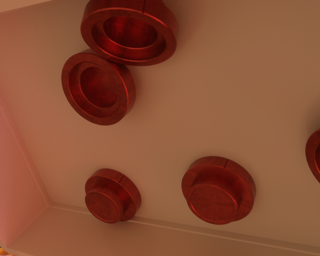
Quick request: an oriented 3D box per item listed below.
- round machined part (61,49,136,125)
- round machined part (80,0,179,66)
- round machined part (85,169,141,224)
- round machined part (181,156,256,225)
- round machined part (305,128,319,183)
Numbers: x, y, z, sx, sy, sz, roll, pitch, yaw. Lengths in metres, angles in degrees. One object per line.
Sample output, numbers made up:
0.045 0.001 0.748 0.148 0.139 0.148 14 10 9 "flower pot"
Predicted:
-0.074 -0.055 0.401 0.098 0.042 0.097 13 124 20 "round machined part"
-0.029 -0.108 0.324 0.099 0.042 0.098 6 161 2 "round machined part"
-0.084 0.119 0.514 0.098 0.042 0.097 13 124 20 "round machined part"
0.074 0.089 0.413 0.098 0.042 0.097 13 124 20 "round machined part"
0.195 0.031 0.295 0.098 0.042 0.098 48 158 27 "round machined part"
